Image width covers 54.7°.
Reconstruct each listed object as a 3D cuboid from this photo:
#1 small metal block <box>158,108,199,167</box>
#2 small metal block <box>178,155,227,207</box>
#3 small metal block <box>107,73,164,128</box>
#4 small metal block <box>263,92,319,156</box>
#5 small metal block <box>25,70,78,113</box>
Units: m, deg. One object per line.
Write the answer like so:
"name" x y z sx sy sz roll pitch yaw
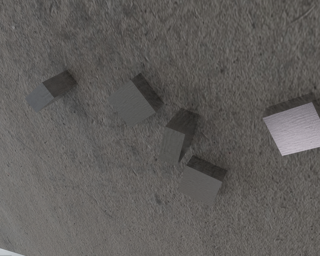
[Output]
"small metal block" 0.024 0.011 0.385 0.025 0.050 0.050 22 127 15
"small metal block" 0.057 0.072 0.421 0.050 0.025 0.050 24 127 13
"small metal block" -0.032 -0.035 0.402 0.050 0.025 0.050 -30 102 38
"small metal block" 0.145 -0.003 0.328 0.050 0.025 0.050 -21 107 36
"small metal block" -0.154 -0.052 0.439 0.050 0.050 0.025 -27 104 37
